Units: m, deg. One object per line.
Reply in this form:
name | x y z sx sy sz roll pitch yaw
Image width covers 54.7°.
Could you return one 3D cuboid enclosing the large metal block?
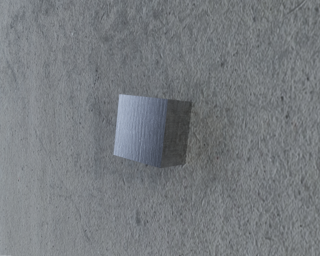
large metal block | -0.010 0.001 0.396 0.080 0.050 0.079 10 97 39
